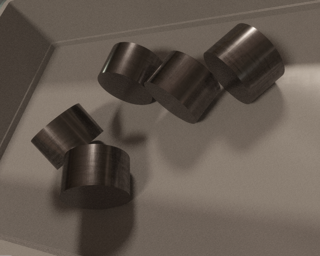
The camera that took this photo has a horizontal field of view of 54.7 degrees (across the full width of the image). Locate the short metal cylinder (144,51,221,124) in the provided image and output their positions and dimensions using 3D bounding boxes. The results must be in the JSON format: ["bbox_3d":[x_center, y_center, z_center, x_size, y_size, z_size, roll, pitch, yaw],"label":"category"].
[{"bbox_3d":[0.027,-0.050,0.386,0.080,0.080,0.050,32,80,37],"label":"short metal cylinder"}]

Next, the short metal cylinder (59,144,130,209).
[{"bbox_3d":[-0.076,0.061,0.372,0.080,0.080,0.050,-17,55,18],"label":"short metal cylinder"}]

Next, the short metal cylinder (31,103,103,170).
[{"bbox_3d":[-0.124,0.011,0.419,0.080,0.050,0.080,-40,7,6],"label":"short metal cylinder"}]

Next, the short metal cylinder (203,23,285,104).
[{"bbox_3d":[0.097,-0.074,0.364,0.050,0.080,0.080,-41,51,0],"label":"short metal cylinder"}]

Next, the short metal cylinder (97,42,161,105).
[{"bbox_3d":[-0.040,-0.075,0.436,0.080,0.080,0.050,8,66,31],"label":"short metal cylinder"}]
